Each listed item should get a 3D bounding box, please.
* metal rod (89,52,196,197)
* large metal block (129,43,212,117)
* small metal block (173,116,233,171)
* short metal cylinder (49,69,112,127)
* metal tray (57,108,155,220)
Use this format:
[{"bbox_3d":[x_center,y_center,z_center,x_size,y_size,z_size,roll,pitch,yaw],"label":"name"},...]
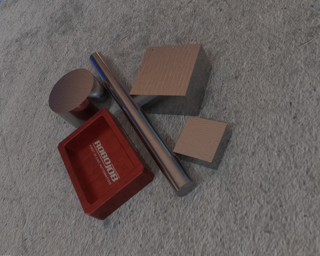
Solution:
[{"bbox_3d":[-0.040,-0.025,0.440,0.025,0.025,0.300,-38,51,2],"label":"metal rod"},{"bbox_3d":[0.017,-0.064,0.419,0.080,0.050,0.080,5,64,30],"label":"large metal block"},{"bbox_3d":[0.051,0.017,0.368,0.050,0.025,0.050,14,69,33],"label":"small metal block"},{"bbox_3d":[-0.122,-0.045,0.479,0.080,0.050,0.080,-13,56,20],"label":"short metal cylinder"},{"bbox_3d":[-0.077,0.043,0.414,0.090,0.030,0.130,-39,51,1],"label":"metal tray"}]
